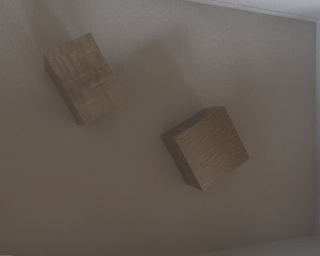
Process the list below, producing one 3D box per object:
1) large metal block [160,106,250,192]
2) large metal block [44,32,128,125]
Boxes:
[{"bbox_3d":[0.060,0.026,0.419,0.080,0.050,0.080,-31,100,-17],"label":"large metal block"},{"bbox_3d":[-0.086,-0.050,0.349,0.050,0.080,0.080,-31,101,-17],"label":"large metal block"}]
